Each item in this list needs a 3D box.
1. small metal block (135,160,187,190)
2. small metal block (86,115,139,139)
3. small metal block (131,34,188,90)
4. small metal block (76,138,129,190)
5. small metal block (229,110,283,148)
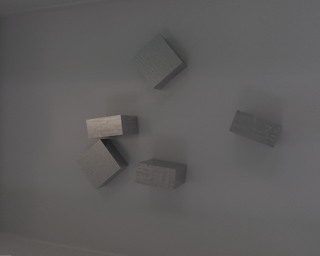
[{"bbox_3d":[0.002,0.058,0.396,0.050,0.050,0.025,7,93,20],"label":"small metal block"},{"bbox_3d":[-0.063,-0.001,0.419,0.050,0.050,0.025,-7,88,20],"label":"small metal block"},{"bbox_3d":[-0.001,-0.086,0.411,0.050,0.025,0.050,-40,78,15],"label":"small metal block"},{"bbox_3d":[-0.082,0.050,0.439,0.050,0.025,0.050,-41,77,15],"label":"small metal block"},{"bbox_3d":[0.111,0.000,0.358,0.050,0.050,0.025,22,98,18],"label":"small metal block"}]
